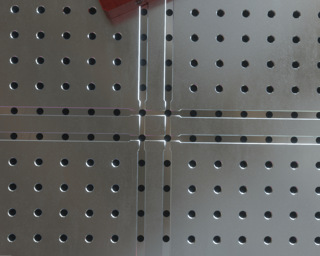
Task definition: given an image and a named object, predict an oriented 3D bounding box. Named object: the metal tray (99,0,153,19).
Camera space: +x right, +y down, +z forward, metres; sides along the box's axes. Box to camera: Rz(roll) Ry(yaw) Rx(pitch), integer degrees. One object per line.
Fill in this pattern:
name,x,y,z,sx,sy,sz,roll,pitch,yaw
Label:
metal tray,-0.030,-0.215,0.410,0.131,0.030,0.090,-24,90,-1
